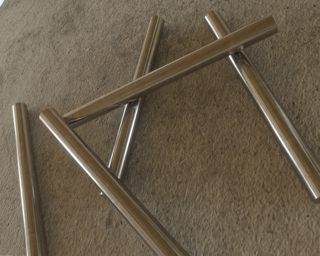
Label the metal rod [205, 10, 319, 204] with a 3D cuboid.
[{"bbox_3d":[0.116,-0.050,0.373,0.025,0.025,0.299,-27,52,12],"label":"metal rod"}]

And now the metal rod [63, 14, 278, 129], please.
[{"bbox_3d":[0.004,-0.068,0.410,0.300,0.025,0.025,-24,53,13],"label":"metal rod"}]

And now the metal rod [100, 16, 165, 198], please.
[{"bbox_3d":[-0.033,-0.045,0.449,0.025,0.025,0.300,-2,61,27],"label":"metal rod"}]

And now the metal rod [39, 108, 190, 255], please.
[{"bbox_3d":[-0.058,0.067,0.362,0.025,0.025,0.300,-47,61,-4],"label":"metal rod"}]

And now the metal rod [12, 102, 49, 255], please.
[{"bbox_3d":[-0.199,0.068,0.466,0.025,0.025,0.300,-33,51,7],"label":"metal rod"}]
